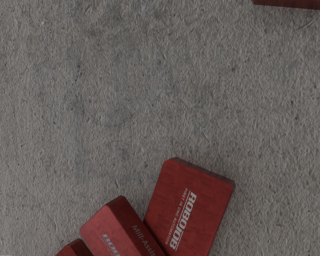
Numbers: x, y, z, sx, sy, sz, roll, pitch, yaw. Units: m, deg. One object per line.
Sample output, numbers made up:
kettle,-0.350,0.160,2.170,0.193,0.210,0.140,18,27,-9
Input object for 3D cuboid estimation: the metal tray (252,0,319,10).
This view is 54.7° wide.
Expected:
metal tray,0.161,-0.206,0.349,0.090,0.030,0.129,13,94,19

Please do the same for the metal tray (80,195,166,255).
metal tray,-0.043,0.164,0.404,0.130,0.030,0.090,53,128,12

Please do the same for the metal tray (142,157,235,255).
metal tray,0.031,0.113,0.395,0.090,0.030,0.129,21,97,18

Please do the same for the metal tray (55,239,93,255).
metal tray,-0.141,0.240,0.456,0.130,0.030,0.090,-44,77,14
